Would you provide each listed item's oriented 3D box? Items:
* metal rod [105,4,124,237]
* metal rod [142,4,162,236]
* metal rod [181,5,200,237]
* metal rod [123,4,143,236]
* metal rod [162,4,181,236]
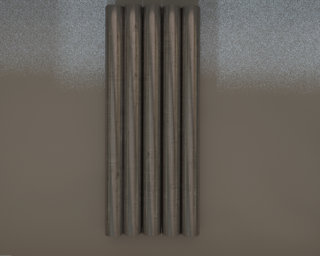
[{"bbox_3d":[-0.060,-0.010,0.410,0.025,0.025,0.298,0,90,0],"label":"metal rod"},{"bbox_3d":[-0.010,-0.010,0.410,0.025,0.025,0.298,0,90,0],"label":"metal rod"},{"bbox_3d":[0.040,-0.009,0.410,0.025,0.025,0.298,0,90,0],"label":"metal rod"},{"bbox_3d":[-0.036,-0.011,0.410,0.025,0.025,0.298,0,90,0],"label":"metal rod"},{"bbox_3d":[0.015,-0.010,0.410,0.025,0.025,0.298,0,90,0],"label":"metal rod"}]
